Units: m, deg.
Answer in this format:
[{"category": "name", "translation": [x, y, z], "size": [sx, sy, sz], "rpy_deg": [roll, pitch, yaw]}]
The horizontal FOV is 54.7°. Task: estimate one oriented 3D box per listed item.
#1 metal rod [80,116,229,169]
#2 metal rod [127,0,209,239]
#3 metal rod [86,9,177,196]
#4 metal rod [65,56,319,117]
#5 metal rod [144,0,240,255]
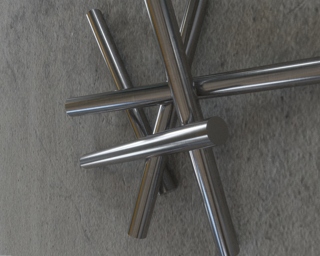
[{"category": "metal rod", "translation": [-0.035, 0.028, 0.379], "size": [0.299, 0.025, 0.025], "rpy_deg": [-17, 79, 55]}, {"category": "metal rod", "translation": [0.009, -0.013, 0.374], "size": [0.025, 0.025, 0.298], "rpy_deg": [17, 94, 38]}, {"category": "metal rod", "translation": [-0.047, -0.048, 0.441], "size": [0.025, 0.025, 0.299], "rpy_deg": [-36, 68, 34]}, {"category": "metal rod", "translation": [0.020, -0.040, 0.341], "size": [0.301, 0.025, 0.025], "rpy_deg": [-6, 86, 25]}, {"category": "metal rod", "translation": [0.033, -0.004, 0.317], "size": [0.025, 0.025, 0.298], "rpy_deg": [-9, 103, 39]}]
